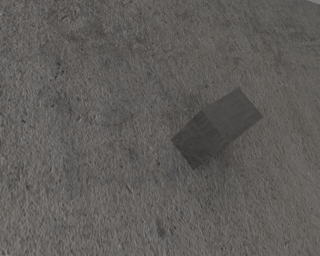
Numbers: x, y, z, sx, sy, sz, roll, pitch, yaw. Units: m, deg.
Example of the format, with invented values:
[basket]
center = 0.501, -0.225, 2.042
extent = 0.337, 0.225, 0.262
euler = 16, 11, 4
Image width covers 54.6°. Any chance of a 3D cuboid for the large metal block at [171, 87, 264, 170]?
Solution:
[large metal block]
center = 0.073, 0.001, 0.407
extent = 0.081, 0.080, 0.050
euler = -30, 79, -38
